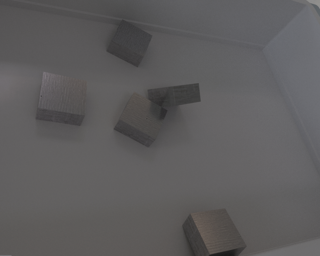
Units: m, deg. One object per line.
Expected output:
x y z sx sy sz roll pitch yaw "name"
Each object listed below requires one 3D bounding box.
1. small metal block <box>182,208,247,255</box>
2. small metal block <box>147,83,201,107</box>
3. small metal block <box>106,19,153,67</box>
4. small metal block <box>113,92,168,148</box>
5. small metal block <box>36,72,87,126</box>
0.061 0.123 0.353 0.050 0.025 0.050 1 41 -28 "small metal block"
0.019 -0.044 0.423 0.050 0.050 0.025 -12 98 -33 "small metal block"
-0.044 -0.125 0.458 0.050 0.025 0.050 26 53 -13 "small metal block"
-0.024 -0.011 0.399 0.050 0.025 0.050 29 52 -10 "small metal block"
-0.115 -0.034 0.364 0.050 0.025 0.050 10 58 -23 "small metal block"
